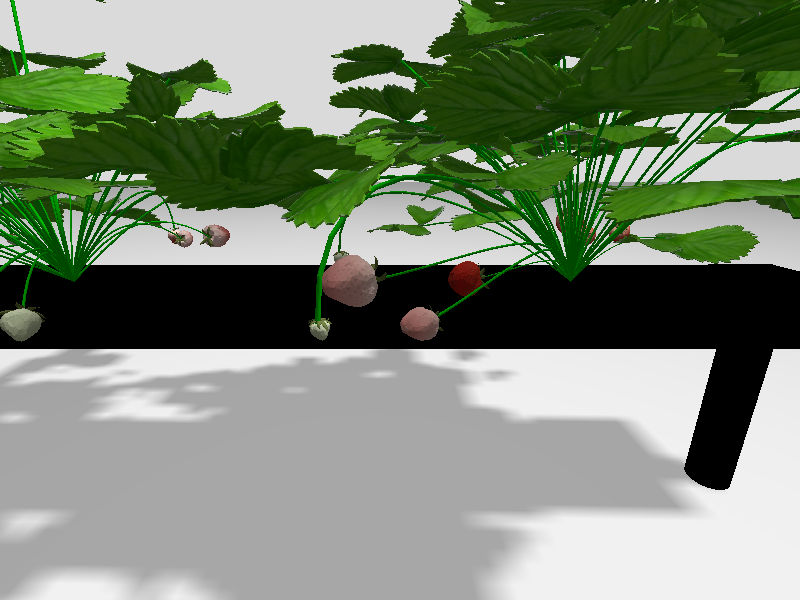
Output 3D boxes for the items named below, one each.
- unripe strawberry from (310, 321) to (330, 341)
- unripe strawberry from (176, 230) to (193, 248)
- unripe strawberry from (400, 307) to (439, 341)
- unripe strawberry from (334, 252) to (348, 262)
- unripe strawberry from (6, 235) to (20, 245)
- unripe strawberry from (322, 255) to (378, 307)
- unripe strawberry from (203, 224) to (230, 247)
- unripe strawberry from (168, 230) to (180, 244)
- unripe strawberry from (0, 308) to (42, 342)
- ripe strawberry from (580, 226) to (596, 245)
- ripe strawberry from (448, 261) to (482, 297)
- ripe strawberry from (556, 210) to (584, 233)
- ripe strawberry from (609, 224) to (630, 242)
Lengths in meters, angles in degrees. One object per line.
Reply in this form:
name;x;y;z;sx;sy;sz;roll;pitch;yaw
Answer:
unripe strawberry;-0.039;0.015;0.196;0.010;0.010;0.011;-15;23;-39
unripe strawberry;-0.275;-0.078;0.513;0.019;0.022;0.021;2;4;7
unripe strawberry;0.011;0.015;0.232;0.020;0.020;0.023;-17;25;-40
unripe strawberry;-0.057;-0.039;0.390;0.015;0.015;0.014;3;18;8
unripe strawberry;-0.485;-0.076;0.503;0.012;0.012;0.013;14;23;36
unripe strawberry;-0.038;-0.013;0.288;0.038;0.038;0.042;-7;19;-20
unripe strawberry;-0.234;-0.082;0.514;0.032;0.029;0.029;7;19;19
unripe strawberry;-0.309;-0.087;0.551;0.018;0.019;0.018;-1;18;-4
unripe strawberry;-0.223;0.016;0.236;0.018;0.020;0.019;-10;-40;-27
ripe strawberry;0.242;-0.085;0.527;0.029;0.025;0.029;9;19;25
ripe strawberry;0.050;-0.016;0.315;0.026;0.028;0.024;-8;20;-22
ripe strawberry;0.259;-0.118;0.612;0.040;0.042;0.043;7;-5;20
ripe strawberry;0.298;-0.091;0.543;0.025;0.029;0.027;13;-19;34
